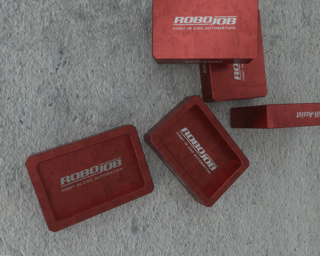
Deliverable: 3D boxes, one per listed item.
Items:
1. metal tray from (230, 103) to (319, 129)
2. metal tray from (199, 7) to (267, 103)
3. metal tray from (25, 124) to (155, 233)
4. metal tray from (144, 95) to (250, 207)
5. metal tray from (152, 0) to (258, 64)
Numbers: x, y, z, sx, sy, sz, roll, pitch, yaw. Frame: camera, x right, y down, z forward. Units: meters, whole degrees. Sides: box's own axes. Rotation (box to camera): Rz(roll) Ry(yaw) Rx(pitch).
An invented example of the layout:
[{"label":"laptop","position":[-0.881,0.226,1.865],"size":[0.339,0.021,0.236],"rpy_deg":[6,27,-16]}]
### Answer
[{"label":"metal tray","position":[0.179,-0.018,0.440],"size":[0.131,0.090,0.030],"rpy_deg":[-3,92,-20]},{"label":"metal tray","position":[0.102,-0.105,0.444],"size":[0.091,0.030,0.129],"rpy_deg":[-7,93,-20]},{"label":"metal tray","position":[-0.082,0.056,0.376],"size":[0.131,0.030,0.090],"rpy_deg":[-19,97,-19]},{"label":"metal tray","position":[0.053,0.031,0.425],"size":[0.090,0.030,0.130],"rpy_deg":[-43,104,-15]},{"label":"metal tray","position":[0.057,-0.130,0.400],"size":[0.131,0.030,0.089],"rpy_deg":[1,90,4]}]
